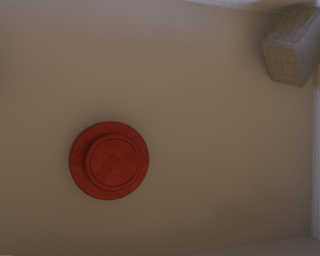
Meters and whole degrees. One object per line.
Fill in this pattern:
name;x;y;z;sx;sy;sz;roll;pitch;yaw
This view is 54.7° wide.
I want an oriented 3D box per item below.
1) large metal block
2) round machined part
large metal block;0.200;-0.119;0.455;0.080;0.050;0.080;-52;137;-13
round machined part;-0.060;0.040;0.380;0.099;0.042;0.097;0;90;-21
